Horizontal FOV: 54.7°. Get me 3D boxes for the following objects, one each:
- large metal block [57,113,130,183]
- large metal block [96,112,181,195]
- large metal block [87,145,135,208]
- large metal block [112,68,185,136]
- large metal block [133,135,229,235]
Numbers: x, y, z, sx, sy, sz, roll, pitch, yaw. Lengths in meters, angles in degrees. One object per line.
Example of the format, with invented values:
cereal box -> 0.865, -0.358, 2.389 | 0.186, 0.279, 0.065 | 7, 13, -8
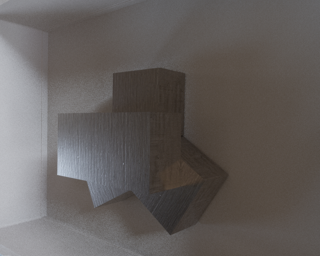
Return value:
large metal block -> -0.085, 0.022, 0.394 | 0.080, 0.050, 0.080 | 1, 91, 40
large metal block -> -0.024, 0.023, 0.342 | 0.080, 0.050, 0.080 | 1, 91, 40
large metal block -> -0.061, 0.058, 0.439 | 0.080, 0.050, 0.080 | -32, 70, 35
large metal block -> -0.016, -0.031, 0.402 | 0.080, 0.050, 0.079 | 2, 91, 40
large metal block -> 0.020, 0.064, 0.371 | 0.080, 0.050, 0.080 | 42, 115, 32
